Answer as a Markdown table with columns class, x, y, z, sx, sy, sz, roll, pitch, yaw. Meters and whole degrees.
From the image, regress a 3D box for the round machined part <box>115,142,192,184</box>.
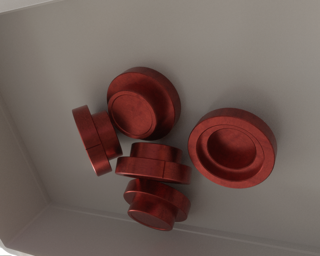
| class | x | y | z | sx | sy | sz | roll | pitch | yaw |
| --- | --- | --- | --- | --- | --- | --- | --- | --- | --- |
| round machined part | -0.006 | 0.046 | 0.406 | 0.098 | 0.098 | 0.042 | 1 | 76 | 27 |

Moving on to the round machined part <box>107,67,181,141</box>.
| class | x | y | z | sx | sy | sz | roll | pitch | yaw |
| --- | --- | --- | --- | --- | --- | --- | --- | --- | --- |
| round machined part | -0.026 | -0.025 | 0.395 | 0.098 | 0.042 | 0.097 | 13 | 124 | 20 |

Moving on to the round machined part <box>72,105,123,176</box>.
| class | x | y | z | sx | sy | sz | roll | pitch | yaw |
| --- | --- | --- | --- | --- | --- | --- | --- | --- | --- |
| round machined part | -0.082 | 0.013 | 0.425 | 0.042 | 0.098 | 0.097 | -21 | 115 | -11 |

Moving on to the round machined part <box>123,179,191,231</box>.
| class | x | y | z | sx | sy | sz | roll | pitch | yaw |
| --- | --- | --- | --- | --- | --- | --- | --- | --- | --- |
| round machined part | -0.008 | 0.116 | 0.450 | 0.098 | 0.042 | 0.098 | 16 | 148 | 10 |

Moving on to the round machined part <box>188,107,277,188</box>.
| class | x | y | z | sx | sy | sz | roll | pitch | yaw |
| --- | --- | --- | --- | --- | --- | --- | --- | --- | --- |
| round machined part | 0.086 | 0.020 | 0.364 | 0.098 | 0.042 | 0.097 | 13 | 124 | 20 |
